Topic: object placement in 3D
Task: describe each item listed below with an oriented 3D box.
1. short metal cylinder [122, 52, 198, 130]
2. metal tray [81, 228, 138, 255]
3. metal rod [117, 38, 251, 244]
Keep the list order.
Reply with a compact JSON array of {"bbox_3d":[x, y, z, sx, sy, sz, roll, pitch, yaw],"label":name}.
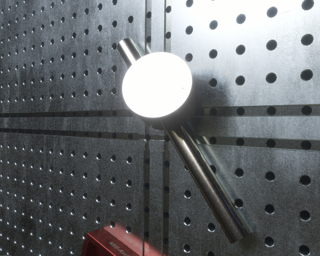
[{"bbox_3d":[0.002,-0.042,0.368,0.080,0.050,0.080,-4,72,13],"label":"short metal cylinder"},{"bbox_3d":[-0.067,0.221,0.458,0.130,0.030,0.089,21,103,37],"label":"metal tray"},{"bbox_3d":[0.019,0.000,0.392,0.025,0.025,0.299,-44,64,31],"label":"metal rod"}]
